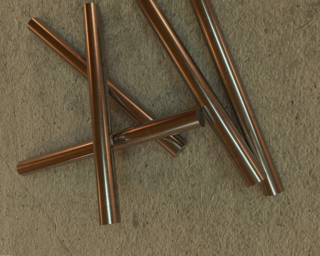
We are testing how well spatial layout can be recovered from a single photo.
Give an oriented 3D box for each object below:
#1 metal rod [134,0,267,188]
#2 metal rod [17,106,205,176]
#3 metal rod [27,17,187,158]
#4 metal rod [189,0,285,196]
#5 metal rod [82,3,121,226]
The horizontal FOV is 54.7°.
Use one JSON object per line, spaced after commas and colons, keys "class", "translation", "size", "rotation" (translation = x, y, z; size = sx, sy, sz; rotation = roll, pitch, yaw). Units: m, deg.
{"class": "metal rod", "translation": [0.038, -0.066, 0.383], "size": [0.025, 0.025, 0.299], "rotation": [-33, 75, 17]}
{"class": "metal rod", "translation": [-0.083, 0.025, 0.420], "size": [0.300, 0.025, 0.025], "rotation": [-16, 85, 25]}
{"class": "metal rod", "translation": [-0.083, -0.065, 0.438], "size": [0.300, 0.025, 0.025], "rotation": [41, 103, 15]}
{"class": "metal rod", "translation": [0.084, -0.065, 0.379], "size": [0.025, 0.025, 0.299], "rotation": [-22, 83, 19]}
{"class": "metal rod", "translation": [-0.078, -0.031, 0.399], "size": [0.025, 0.025, 0.299], "rotation": [-15, 71, 19]}
